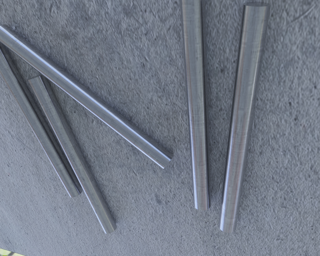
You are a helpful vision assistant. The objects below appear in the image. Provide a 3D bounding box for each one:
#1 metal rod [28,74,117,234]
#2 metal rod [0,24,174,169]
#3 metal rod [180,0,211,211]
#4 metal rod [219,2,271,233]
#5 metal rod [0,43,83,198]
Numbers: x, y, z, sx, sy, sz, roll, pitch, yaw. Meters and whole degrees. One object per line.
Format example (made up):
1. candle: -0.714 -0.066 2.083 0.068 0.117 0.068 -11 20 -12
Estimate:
1. metal rod: -0.137 0.055 0.512 0.025 0.025 0.298 -5 116 31
2. metal rod: -0.107 -0.045 0.435 0.300 0.025 0.025 38 129 2
3. metal rod: 0.045 -0.021 0.369 0.025 0.025 0.298 8 122 24
4. metal rod: 0.093 0.012 0.365 0.025 0.025 0.298 12 124 21
5. metal rod: -0.203 -0.012 0.506 0.025 0.025 0.299 -8 115 32
